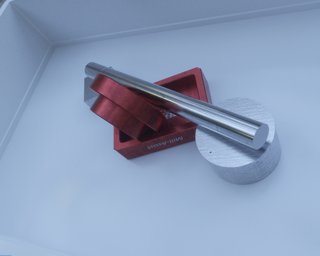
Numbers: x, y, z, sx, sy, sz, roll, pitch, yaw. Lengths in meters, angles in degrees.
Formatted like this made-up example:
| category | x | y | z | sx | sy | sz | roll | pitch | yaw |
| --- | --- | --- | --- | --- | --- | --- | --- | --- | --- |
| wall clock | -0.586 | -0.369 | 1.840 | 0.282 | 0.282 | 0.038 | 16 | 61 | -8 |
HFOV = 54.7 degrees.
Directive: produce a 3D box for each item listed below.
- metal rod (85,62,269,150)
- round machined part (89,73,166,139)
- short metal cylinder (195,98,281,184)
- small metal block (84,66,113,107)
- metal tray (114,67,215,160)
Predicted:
| category | x | y | z | sx | sy | sz | roll | pitch | yaw |
| --- | --- | --- | --- | --- | --- | --- | --- | --- | --- |
| metal rod | -0.008 | -0.041 | 0.379 | 0.300 | 0.025 | 0.025 | 27 | 76 | 43 |
| round machined part | -0.045 | -0.021 | 0.375 | 0.098 | 0.098 | 0.042 | 31 | 87 | 37 |
| short metal cylinder | 0.085 | 0.014 | 0.334 | 0.080 | 0.050 | 0.080 | -13 | 56 | 20 |
| small metal block | -0.091 | -0.062 | 0.488 | 0.050 | 0.025 | 0.050 | -20 | 54 | 16 |
| metal tray | 0.003 | -0.019 | 0.408 | 0.130 | 0.030 | 0.090 | -17 | 55 | 17 |
